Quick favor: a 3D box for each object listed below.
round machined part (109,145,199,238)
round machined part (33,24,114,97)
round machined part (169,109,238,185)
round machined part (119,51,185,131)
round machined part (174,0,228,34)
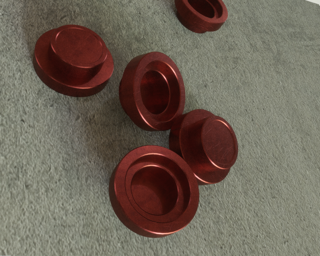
[{"bbox_3d":[-0.009,0.071,0.344,0.099,0.042,0.098,14,56,-21],"label":"round machined part"},{"bbox_3d":[-0.105,-0.091,0.392,0.099,0.042,0.098,14,56,-21],"label":"round machined part"},{"bbox_3d":[0.062,0.022,0.395,0.099,0.042,0.098,15,66,-37],"label":"round machined part"},{"bbox_3d":[-0.013,-0.044,0.394,0.099,0.042,0.097,5,84,-49],"label":"round machined part"},{"bbox_3d":[0.069,-0.210,0.558,0.099,0.042,0.098,14,56,-21],"label":"round machined part"}]
